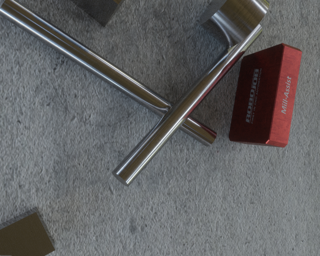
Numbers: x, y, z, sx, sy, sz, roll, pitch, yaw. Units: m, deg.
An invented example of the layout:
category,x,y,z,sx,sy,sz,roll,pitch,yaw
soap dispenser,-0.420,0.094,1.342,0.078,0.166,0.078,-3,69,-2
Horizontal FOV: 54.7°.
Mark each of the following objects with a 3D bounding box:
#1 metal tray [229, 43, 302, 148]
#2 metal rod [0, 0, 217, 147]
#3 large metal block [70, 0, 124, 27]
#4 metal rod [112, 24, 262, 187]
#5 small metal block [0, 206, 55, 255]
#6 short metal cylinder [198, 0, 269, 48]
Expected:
category,x,y,z,sx,sy,sz,roll,pitch,yaw
metal tray,0.142,-0.041,0.428,0.030,0.090,0.129,12,86,-20
metal rod,-0.050,-0.060,0.391,0.301,0.025,0.025,32,80,-18
large metal block,-0.075,-0.172,0.352,0.080,0.080,0.050,36,78,-17
metal rod,0.048,-0.045,0.405,0.025,0.025,0.301,48,67,-14
small metal block,-0.155,0.126,0.352,0.050,0.025,0.050,-25,99,-19
short metal cylinder,0.098,-0.155,0.417,0.050,0.080,0.080,36,78,-17
